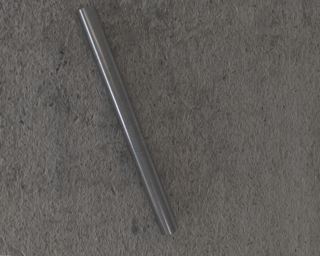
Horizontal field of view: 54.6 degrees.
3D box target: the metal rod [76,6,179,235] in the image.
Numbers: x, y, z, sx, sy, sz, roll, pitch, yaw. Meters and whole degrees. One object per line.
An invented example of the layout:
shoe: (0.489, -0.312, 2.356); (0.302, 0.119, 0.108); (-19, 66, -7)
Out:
metal rod: (-0.038, -0.003, 0.394); (0.025, 0.025, 0.299); (-23, 98, -19)
